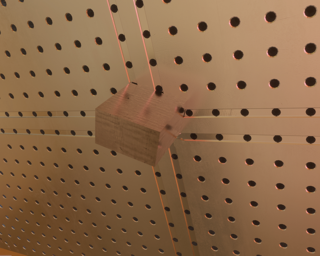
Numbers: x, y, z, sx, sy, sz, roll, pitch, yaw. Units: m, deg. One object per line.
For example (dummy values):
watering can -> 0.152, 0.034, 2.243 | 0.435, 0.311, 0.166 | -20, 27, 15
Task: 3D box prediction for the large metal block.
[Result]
large metal block -> -0.023, -0.008, 0.382 | 0.080, 0.080, 0.050 | 20, 126, 16
